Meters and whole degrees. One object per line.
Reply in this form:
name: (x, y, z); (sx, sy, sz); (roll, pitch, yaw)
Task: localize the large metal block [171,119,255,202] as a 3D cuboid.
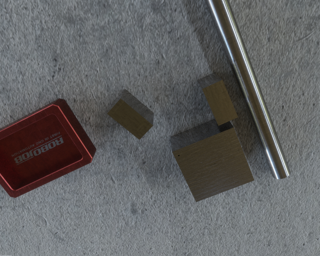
large metal block: (0.068, 0.040, 0.412); (0.080, 0.050, 0.080); (-23, 109, 7)

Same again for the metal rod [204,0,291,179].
metal rod: (0.107, -0.062, 0.388); (0.025, 0.025, 0.299); (-24, 109, 8)

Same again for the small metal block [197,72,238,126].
small metal block: (0.070, -0.037, 0.384); (0.025, 0.050, 0.050); (-25, 109, 8)

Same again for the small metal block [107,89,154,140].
small metal block: (-0.035, -0.018, 0.389); (0.050, 0.050, 0.025); (40, 105, -14)

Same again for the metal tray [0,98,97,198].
metal tray: (-0.165, 0.029, 0.415); (0.130, 0.030, 0.090); (-25, 109, 8)
